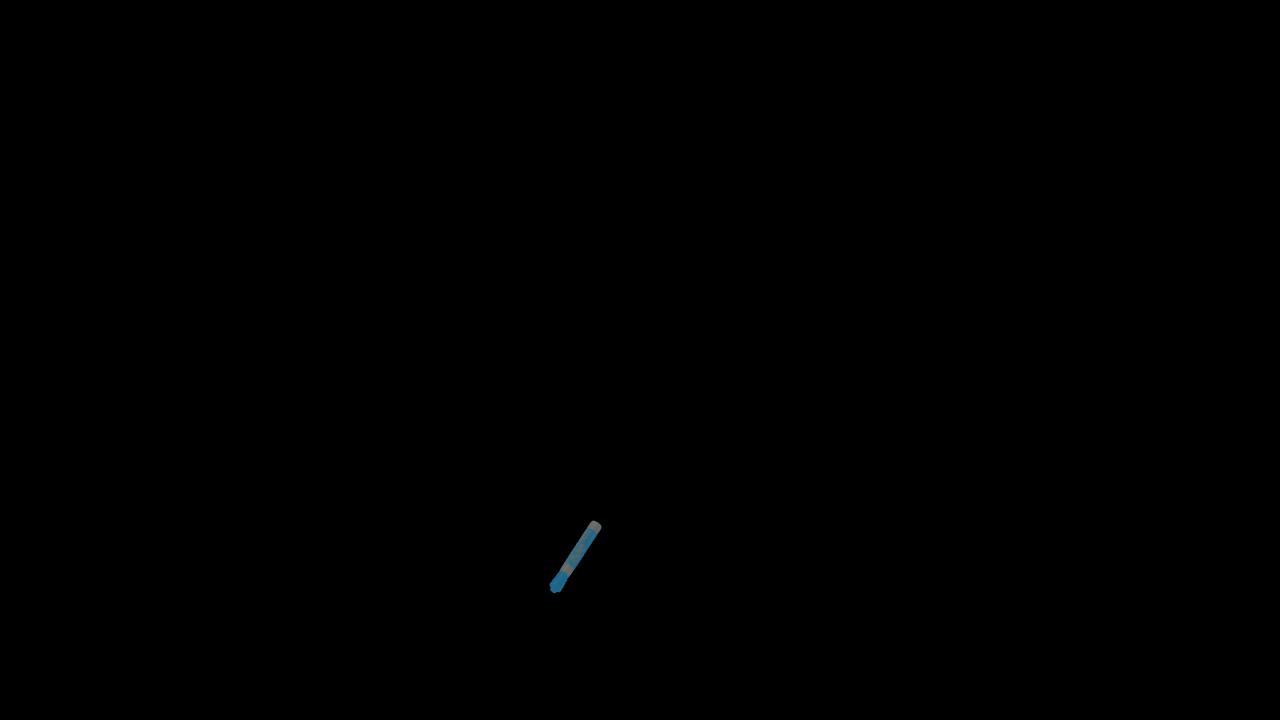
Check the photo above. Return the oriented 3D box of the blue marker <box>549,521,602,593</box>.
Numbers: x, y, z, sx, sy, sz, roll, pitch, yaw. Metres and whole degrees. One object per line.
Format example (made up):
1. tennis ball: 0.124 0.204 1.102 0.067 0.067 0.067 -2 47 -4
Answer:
1. blue marker: -0.093 0.283 0.885 0.020 0.020 0.121 0 35 33
